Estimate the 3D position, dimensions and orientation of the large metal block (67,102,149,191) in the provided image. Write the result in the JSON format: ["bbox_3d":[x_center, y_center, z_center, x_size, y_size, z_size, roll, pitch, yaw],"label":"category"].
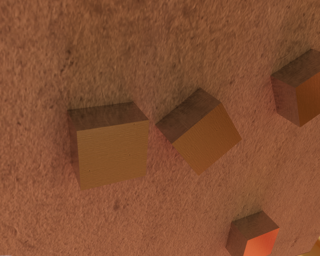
[{"bbox_3d":[-0.062,0.019,0.370,0.081,0.050,0.079,-10,123,-24],"label":"large metal block"}]

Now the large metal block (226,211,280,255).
[{"bbox_3d":[0.189,0.227,0.638,0.081,0.050,0.079,-11,123,-23],"label":"large metal block"}]

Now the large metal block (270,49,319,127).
[{"bbox_3d":[0.225,-0.062,0.479,0.080,0.050,0.080,-33,129,-7],"label":"large metal block"}]

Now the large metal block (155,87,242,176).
[{"bbox_3d":[0.054,0.006,0.426,0.080,0.050,0.080,-40,130,-1],"label":"large metal block"}]
